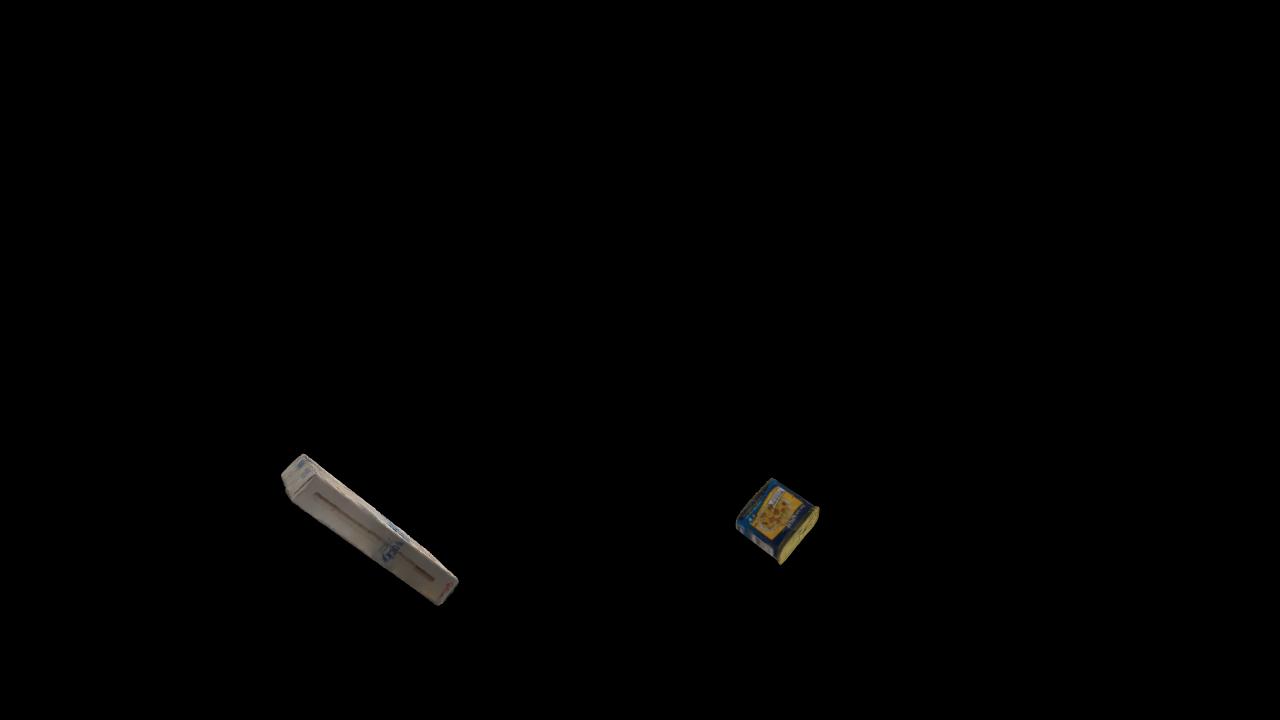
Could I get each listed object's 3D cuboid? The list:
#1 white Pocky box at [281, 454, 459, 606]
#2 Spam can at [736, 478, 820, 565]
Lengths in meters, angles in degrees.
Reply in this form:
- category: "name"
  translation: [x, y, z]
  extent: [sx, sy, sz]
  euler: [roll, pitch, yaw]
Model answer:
- category: "white Pocky box"
  translation: [-0.225, 0.142, 0.513]
  extent: [0.084, 0.028, 0.154]
  euler: [5, -40, 54]
- category: "Spam can"
  translation: [0.207, 0.241, 0.932]
  extent: [0.085, 0.058, 0.101]
  euler: [32, 61, 33]
